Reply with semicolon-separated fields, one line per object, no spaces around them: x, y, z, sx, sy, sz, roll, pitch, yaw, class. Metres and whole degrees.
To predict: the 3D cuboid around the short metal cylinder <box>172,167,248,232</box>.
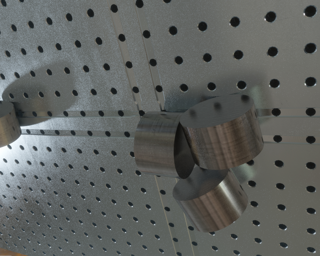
0.063;0.085;0.394;0.080;0.080;0.050;-22;107;36;short metal cylinder

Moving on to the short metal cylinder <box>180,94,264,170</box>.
0.068;0.002;0.341;0.080;0.080;0.050;-7;115;31;short metal cylinder

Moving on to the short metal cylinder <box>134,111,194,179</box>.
0.010;0.020;0.381;0.050;0.080;0.079;3;120;26;short metal cylinder

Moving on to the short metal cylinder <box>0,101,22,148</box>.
-0.280;-0.006;0.516;0.080;0.080;0.050;12;123;21;short metal cylinder
